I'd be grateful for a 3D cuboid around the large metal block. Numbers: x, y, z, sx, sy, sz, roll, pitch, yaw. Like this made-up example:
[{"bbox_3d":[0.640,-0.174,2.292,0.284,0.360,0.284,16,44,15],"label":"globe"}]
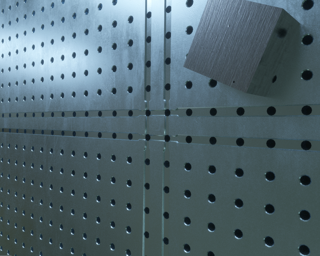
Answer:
[{"bbox_3d":[0.083,-0.086,0.324,0.080,0.050,0.079,31,109,35],"label":"large metal block"}]
